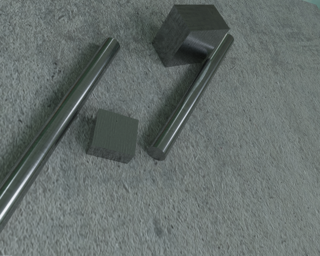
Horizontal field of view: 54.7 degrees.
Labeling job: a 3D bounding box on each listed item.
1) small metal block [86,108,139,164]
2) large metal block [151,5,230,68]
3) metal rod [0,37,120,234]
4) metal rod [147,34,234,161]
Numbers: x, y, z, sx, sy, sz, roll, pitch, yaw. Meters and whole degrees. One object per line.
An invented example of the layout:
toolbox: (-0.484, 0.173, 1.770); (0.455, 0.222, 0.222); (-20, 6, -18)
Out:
small metal block: (-0.056, 0.010, 0.369); (0.050, 0.025, 0.050); (17, 55, -19)
large metal block: (0.046, -0.143, 0.483); (0.081, 0.080, 0.050); (-16, 70, -35)
metal rod: (-0.113, -0.008, 0.348); (0.025, 0.025, 0.300); (30, 52, -10)
metal rod: (0.060, -0.065, 0.477); (0.025, 0.025, 0.301); (37, 51, -4)
